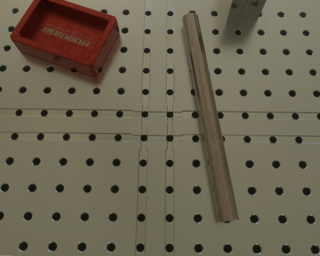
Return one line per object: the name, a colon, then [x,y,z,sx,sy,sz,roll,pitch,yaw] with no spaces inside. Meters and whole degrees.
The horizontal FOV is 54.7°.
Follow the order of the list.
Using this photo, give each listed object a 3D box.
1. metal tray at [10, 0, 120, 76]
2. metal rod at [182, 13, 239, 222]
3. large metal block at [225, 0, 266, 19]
metal tray: [-0.138,-0.139,0.458,0.131,0.030,0.090,20,71,7]
metal rod: [0.064,-0.028,0.422,0.025,0.025,0.299,-7,70,-3]
large metal block: [0.129,-0.225,0.465,0.050,0.080,0.080,-3,70,-1]
